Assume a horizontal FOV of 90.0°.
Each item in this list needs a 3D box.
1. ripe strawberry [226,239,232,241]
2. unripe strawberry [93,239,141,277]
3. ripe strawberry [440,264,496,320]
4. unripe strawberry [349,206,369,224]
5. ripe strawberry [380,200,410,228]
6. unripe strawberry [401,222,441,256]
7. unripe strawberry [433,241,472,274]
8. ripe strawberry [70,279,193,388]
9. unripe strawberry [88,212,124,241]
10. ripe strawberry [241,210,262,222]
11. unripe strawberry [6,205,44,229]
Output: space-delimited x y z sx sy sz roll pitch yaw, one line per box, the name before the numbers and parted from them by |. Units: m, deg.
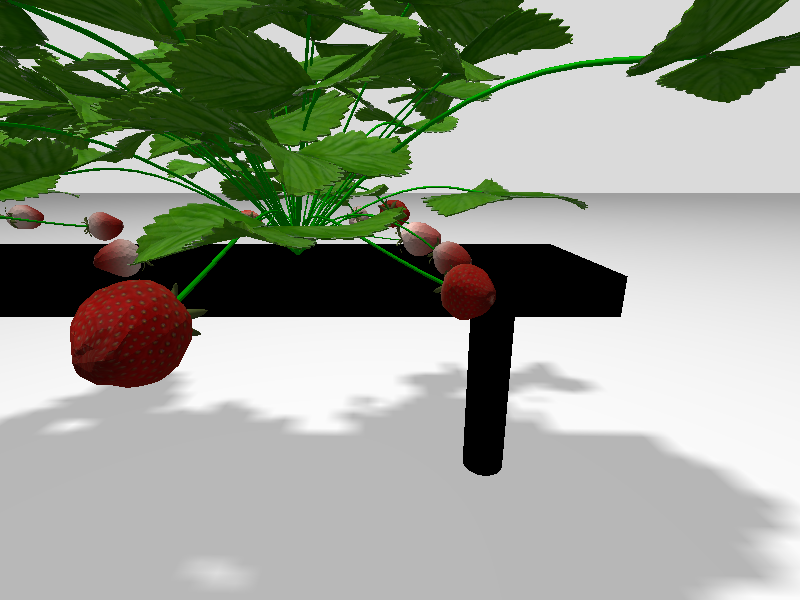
ripe strawberry | -0.186 -0.076 0.428 0.030 0.025 0.030 13 21 39
unripe strawberry | -0.191 -0.028 0.270 0.027 0.026 0.025 -14 21 -37
ripe strawberry | 0.033 -0.003 0.187 0.025 0.026 0.027 -12 21 -34
unripe strawberry | -0.054 -0.109 0.533 0.026 0.030 0.029 3 9 10
ripe strawberry | -0.006 -0.118 0.547 0.042 0.037 0.038 7 8 21
unripe strawberry | 0.018 -0.052 0.338 0.033 0.029 0.033 2 17 6
unripe strawberry | 0.036 -0.027 0.269 0.026 0.022 0.026 25 27 27
ripe strawberry | -0.084 0.012 0.122 0.033 0.035 0.036 0 17 -1
unripe strawberry | -0.326 -0.082 0.446 0.032 0.031 0.030 -7 18 -24
ripe strawberry | -0.188 -0.097 0.495 0.031 0.028 0.028 -10 19 -31
unripe strawberry | -0.490 -0.109 0.525 0.037 0.032 0.037 4 17 15
